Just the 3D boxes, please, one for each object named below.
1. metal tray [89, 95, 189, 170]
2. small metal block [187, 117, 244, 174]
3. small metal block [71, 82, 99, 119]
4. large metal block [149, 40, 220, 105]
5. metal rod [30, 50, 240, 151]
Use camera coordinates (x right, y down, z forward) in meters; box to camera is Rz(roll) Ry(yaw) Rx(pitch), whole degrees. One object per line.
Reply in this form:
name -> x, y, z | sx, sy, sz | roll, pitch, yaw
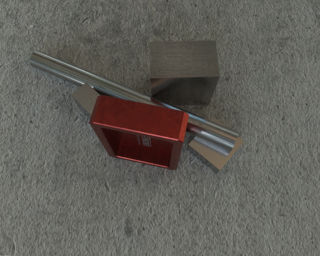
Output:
metal tray -> -0.020, 0.011, 0.349 | 0.090, 0.130, 0.030 | 12, 71, 4
small metal block -> 0.071, 0.023, 0.402 | 0.050, 0.025, 0.050 | 40, 74, 13
small metal block -> -0.083, -0.025, 0.403 | 0.050, 0.050, 0.025 | 43, 75, 13
large metal block -> 0.028, -0.068, 0.404 | 0.081, 0.080, 0.050 | -2, 70, -1
metal rod -> -0.043, -0.041, 0.409 | 0.301, 0.025, 0.025 | 23, 72, 13
